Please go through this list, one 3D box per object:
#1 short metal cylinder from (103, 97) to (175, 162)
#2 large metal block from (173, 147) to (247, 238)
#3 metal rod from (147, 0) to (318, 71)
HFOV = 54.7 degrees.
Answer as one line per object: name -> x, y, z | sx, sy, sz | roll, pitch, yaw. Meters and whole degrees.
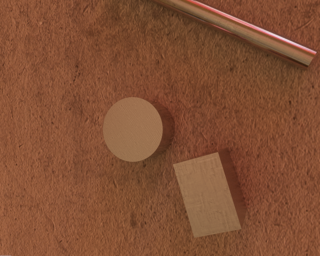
short metal cylinder -> -0.026, 0.002, 0.404 | 0.080, 0.050, 0.079 | 0, 90, 19
large metal block -> 0.061, 0.070, 0.358 | 0.050, 0.080, 0.080 | -18, 84, 19
metal rod -> 0.046, -0.148, 0.392 | 0.301, 0.025, 0.025 | 30, 100, 17
